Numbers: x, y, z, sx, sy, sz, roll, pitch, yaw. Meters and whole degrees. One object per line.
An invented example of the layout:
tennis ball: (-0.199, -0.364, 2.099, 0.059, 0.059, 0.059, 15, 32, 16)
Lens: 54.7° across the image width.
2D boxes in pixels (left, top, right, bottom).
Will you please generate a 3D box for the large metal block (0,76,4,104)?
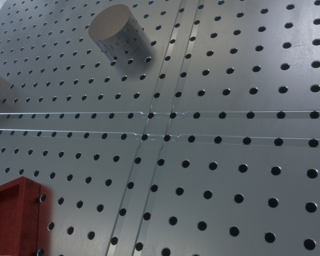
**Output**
large metal block: (-0.372, -0.072, 0.633, 0.080, 0.050, 0.080, -32, 52, 7)

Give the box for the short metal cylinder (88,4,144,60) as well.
short metal cylinder: (-0.074, -0.164, 0.532, 0.080, 0.050, 0.080, -13, 56, 21)

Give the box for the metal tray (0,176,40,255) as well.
metal tray: (-0.217, 0.142, 0.431, 0.090, 0.030, 0.130, -23, 53, 14)
